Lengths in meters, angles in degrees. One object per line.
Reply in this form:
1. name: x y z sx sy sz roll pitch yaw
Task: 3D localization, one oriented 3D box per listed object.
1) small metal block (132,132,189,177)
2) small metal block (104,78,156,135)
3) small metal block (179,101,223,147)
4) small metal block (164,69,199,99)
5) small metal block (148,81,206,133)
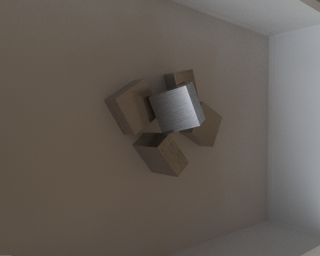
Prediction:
1. small metal block: 0.000 0.033 0.393 0.025 0.050 0.050 -49 119 -29
2. small metal block: -0.032 -0.026 0.381 0.050 0.025 0.050 -41 115 -33
3. small metal block: 0.062 -0.005 0.461 0.050 0.025 0.050 33 70 -36
4. small metal block: 0.028 -0.050 0.412 0.025 0.050 0.050 -15 101 -12
5. small metal block: 0.021 -0.024 0.377 0.025 0.050 0.050 -42 114 -60
